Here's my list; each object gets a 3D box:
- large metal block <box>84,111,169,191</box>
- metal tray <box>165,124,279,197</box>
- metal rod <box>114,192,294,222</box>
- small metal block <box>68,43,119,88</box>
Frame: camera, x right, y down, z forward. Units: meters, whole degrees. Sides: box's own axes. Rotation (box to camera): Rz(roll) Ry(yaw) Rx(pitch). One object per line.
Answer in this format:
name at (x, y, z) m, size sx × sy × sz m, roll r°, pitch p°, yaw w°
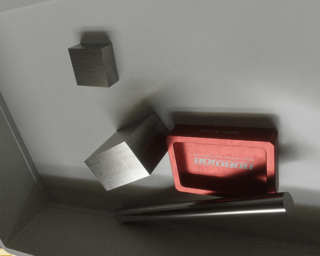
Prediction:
large metal block at (-0.038, 0.030, 0.410) m, size 0.080 × 0.080 × 0.050 m, roll -26°, pitch 104°, yaw 37°
metal tray at (0.078, 0.044, 0.390) m, size 0.130 × 0.030 × 0.089 m, roll 3°, pitch 120°, yaw 26°
metal rod at (0.035, 0.116, 0.434) m, size 0.299 × 0.025 × 0.025 m, roll -19°, pitch 109°, yaw 43°
small metal block at (-0.085, -0.082, 0.401) m, size 0.050 × 0.025 × 0.050 m, roll 7°, pitch 122°, yaw 24°
